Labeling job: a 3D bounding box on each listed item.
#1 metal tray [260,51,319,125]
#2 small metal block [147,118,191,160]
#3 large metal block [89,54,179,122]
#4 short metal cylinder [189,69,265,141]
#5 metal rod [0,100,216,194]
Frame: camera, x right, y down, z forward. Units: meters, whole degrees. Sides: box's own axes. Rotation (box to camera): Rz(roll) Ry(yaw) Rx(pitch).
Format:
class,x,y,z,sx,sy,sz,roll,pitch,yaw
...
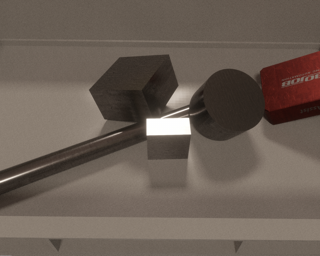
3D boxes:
class,x,y,z,sx,sy,sz,roll,pitch,yaw
metal tray,0.207,-0.060,0.416,0.130,0.030,0.090,-14,45,26
small metal block,0.010,0.014,0.377,0.050,0.050,0.025,-1,51,-2
large metal block,-0.032,-0.054,0.416,0.080,0.050,0.080,4,44,29
short metal cylinder,0.083,-0.028,0.393,0.081,0.050,0.080,4,74,-14
metal rod,-0.065,0.019,0.387,0.302,0.025,0.025,-20,53,-17
